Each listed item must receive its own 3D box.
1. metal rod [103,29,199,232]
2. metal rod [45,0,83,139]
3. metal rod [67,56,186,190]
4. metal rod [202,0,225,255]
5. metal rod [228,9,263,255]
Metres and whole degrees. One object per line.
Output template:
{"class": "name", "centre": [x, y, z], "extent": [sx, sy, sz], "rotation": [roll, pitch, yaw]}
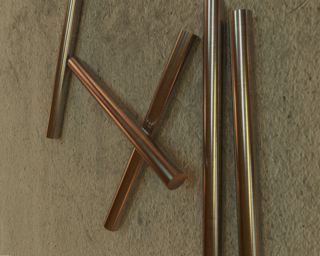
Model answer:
{"class": "metal rod", "centre": [-0.019, 0.016, 0.420], "extent": [0.025, 0.025, 0.298], "rotation": [35, 112, 34]}
{"class": "metal rod", "centre": [-0.164, -0.126, 0.540], "extent": [0.025, 0.025, 0.298], "rotation": [21, 103, 38]}
{"class": "metal rod", "centre": [-0.063, -0.026, 0.432], "extent": [0.300, 0.025, 0.025], "rotation": [46, 118, 38]}
{"class": "metal rod", "centre": [0.061, 0.007, 0.354], "extent": [0.025, 0.025, 0.298], "rotation": [0, 90, 40]}
{"class": "metal rod", "centre": [0.092, 0.026, 0.329], "extent": [0.025, 0.025, 0.298], "rotation": [-4, 88, 40]}
